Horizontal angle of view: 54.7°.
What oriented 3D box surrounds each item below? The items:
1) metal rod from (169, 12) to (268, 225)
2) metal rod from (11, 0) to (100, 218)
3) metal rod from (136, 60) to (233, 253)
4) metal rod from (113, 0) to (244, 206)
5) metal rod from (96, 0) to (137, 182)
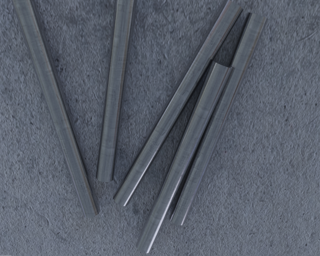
[{"bbox_3d":[0.070,0.002,0.411,0.025,0.025,0.298,16,109,-6],"label":"metal rod"},{"bbox_3d":[-0.128,-0.013,0.403,0.025,0.025,0.298,-11,110,4],"label":"metal rod"},{"bbox_3d":[0.025,0.053,0.422,0.025,0.025,0.298,18,112,-7],"label":"metal rod"},{"bbox_3d":[0.015,-0.019,0.402,0.025,0.025,0.298,27,108,-10],"label":"metal rod"},{"bbox_3d":[-0.053,-0.068,0.383,0.025,0.025,0.298,9,110,-4],"label":"metal rod"}]
